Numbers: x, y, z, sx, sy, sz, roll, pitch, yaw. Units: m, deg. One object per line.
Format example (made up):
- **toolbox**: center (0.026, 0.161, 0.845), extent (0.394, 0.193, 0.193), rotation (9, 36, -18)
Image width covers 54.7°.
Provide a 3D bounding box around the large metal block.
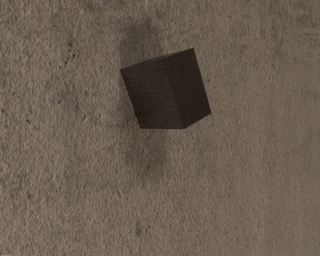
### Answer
- **large metal block**: center (0.006, -0.045, 0.376), extent (0.050, 0.080, 0.080), rotation (-29, 109, -37)
